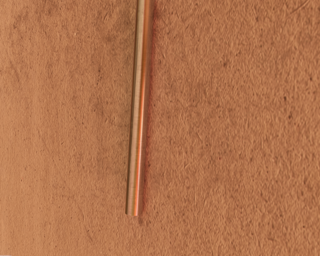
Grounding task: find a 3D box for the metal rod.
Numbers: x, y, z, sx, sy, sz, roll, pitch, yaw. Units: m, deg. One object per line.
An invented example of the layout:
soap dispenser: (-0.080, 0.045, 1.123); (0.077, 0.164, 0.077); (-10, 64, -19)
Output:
metal rod: (-0.028, -0.029, 0.429); (0.025, 0.025, 0.298); (6, 94, 40)
